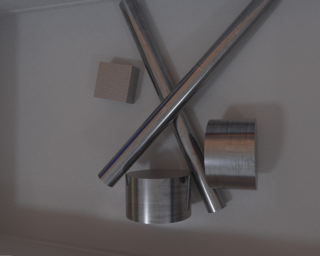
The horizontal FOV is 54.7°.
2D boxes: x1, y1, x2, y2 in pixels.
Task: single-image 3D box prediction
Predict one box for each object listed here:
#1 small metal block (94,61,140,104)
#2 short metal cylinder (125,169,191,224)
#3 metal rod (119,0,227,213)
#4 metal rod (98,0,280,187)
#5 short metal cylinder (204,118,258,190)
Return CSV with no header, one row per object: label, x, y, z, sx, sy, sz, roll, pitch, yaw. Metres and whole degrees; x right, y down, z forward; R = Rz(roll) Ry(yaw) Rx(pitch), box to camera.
small metal block,-0.060,-0.063,0.431,0.050,0.025,0.050,12,94,19
short metal cylinder,-0.002,0.081,0.381,0.080,0.080,0.050,-1,90,19
metal rod,0.013,-0.036,0.404,0.025,0.025,0.299,-26,82,18
metal rod,0.032,-0.046,0.375,0.025,0.025,0.300,43,94,14
short metal cylinder,0.083,0.029,0.352,0.050,0.080,0.079,-1,90,20
